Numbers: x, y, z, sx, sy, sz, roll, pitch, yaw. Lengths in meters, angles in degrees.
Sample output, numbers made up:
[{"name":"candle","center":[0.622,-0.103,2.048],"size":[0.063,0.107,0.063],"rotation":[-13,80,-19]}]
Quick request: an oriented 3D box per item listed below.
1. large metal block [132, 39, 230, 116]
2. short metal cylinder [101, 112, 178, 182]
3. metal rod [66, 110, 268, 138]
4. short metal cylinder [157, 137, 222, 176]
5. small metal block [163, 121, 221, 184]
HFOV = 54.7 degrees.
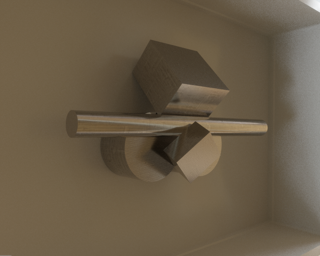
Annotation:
[{"name":"large metal block","center":[0.025,-0.058,0.384],"size":[0.081,0.050,0.080],"rotation":[1,46,-40]},{"name":"short metal cylinder","center":[-0.023,0.021,0.372],"size":[0.081,0.050,0.079],"rotation":[0,90,-40]},{"name":"metal rod","center":[0.037,-0.002,0.373],"size":[0.302,0.025,0.025],"rotation":[1,90,-40]},{"name":"short metal cylinder","center":[0.039,0.023,0.424],"size":[0.081,0.050,0.079],"rotation":[0,90,-40]},{"name":"small metal block","center":[0.038,0.029,0.360],"size":[0.050,0.025,0.050],"rotation":[-42,137,-9]}]
